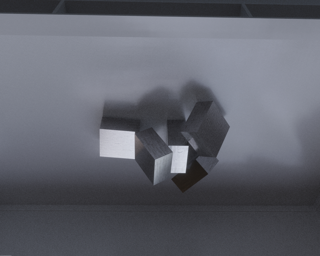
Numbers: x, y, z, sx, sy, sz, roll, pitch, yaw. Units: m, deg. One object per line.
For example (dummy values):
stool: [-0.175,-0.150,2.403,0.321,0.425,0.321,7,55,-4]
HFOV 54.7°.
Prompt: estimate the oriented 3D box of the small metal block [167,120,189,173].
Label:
small metal block: [0.022,0.024,0.412,0.025,0.050,0.050,1,130,-1]

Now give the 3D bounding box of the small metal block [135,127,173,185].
small metal block: [-0.009,0.036,0.397,0.025,0.050,0.050,-21,138,-24]

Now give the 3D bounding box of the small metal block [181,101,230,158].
small metal block: [0.058,0.002,0.389,0.025,0.050,0.050,0,140,44]

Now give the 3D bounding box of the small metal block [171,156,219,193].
small metal block: [0.050,0.059,0.439,0.025,0.050,0.050,50,120,6]

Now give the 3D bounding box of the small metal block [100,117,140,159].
small metal block: [-0.054,0.014,0.417,0.050,0.025,0.050,5,130,-5]
